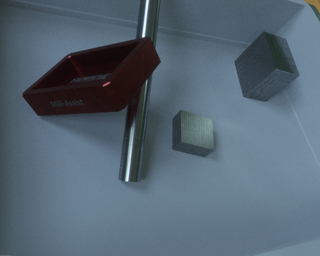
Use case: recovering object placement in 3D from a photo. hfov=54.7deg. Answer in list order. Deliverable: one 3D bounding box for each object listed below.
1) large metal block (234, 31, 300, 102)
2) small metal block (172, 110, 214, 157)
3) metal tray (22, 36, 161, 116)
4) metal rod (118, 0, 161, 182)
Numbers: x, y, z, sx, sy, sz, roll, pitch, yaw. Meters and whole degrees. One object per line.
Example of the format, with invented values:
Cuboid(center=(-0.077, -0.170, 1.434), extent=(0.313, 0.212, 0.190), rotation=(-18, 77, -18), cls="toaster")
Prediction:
Cuboid(center=(0.180, -0.103, 0.533), extent=(0.050, 0.080, 0.080), rotation=(9, 58, -24), cls="large metal block")
Cuboid(center=(0.045, 0.008, 0.427), extent=(0.050, 0.025, 0.050), rotation=(15, 56, -20), cls="small metal block")
Cuboid(center=(-0.075, -0.055, 0.337), extent=(0.090, 0.130, 0.030), rotation=(-58, 134, -39), cls="metal tray")
Cuboid(center=(-0.019, -0.087, 0.371), extent=(0.025, 0.025, 0.298), rotation=(9, 83, -24), cls="metal rod")
